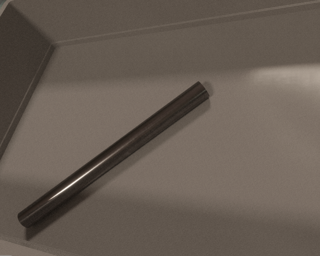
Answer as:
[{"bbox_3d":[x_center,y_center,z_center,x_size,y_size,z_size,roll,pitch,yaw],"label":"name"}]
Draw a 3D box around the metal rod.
[{"bbox_3d":[-0.064,0.037,0.414,0.300,0.025,0.025,-36,51,3],"label":"metal rod"}]
